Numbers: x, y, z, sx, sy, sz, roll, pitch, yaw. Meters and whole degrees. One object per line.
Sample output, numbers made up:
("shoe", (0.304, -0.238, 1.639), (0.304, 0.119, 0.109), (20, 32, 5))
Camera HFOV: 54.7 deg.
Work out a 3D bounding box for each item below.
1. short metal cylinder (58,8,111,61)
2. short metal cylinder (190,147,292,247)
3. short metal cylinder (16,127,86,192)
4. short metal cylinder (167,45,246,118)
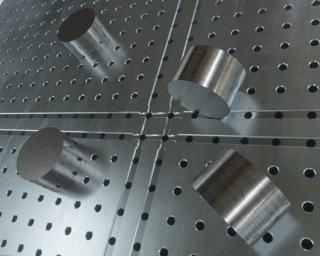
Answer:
("short metal cylinder", (-0.138, -0.171, 0.567), (0.080, 0.050, 0.080), (-13, 56, 20))
("short metal cylinder", (0.075, 0.064, 0.294), (0.050, 0.080, 0.080), (-44, 51, -2))
("short metal cylinder", (-0.155, 0.045, 0.443), (0.080, 0.050, 0.080), (-13, 56, 20))
("short metal cylinder", (0.056, -0.054, 0.376), (0.080, 0.080, 0.050), (16, 70, 34))
